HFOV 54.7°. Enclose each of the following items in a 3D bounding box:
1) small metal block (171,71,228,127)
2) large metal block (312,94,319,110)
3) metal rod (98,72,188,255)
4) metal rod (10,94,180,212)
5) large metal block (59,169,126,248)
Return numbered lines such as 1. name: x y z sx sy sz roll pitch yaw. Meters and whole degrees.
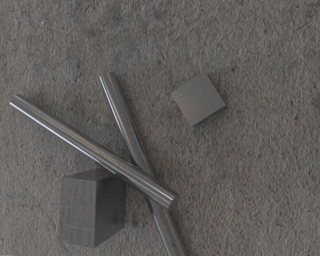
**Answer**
1. small metal block: 0.050 -0.036 0.391 0.050 0.025 0.050 -33 80 17
2. large metal block: 0.206 -0.020 0.307 0.080 0.080 0.050 45 104 14
3. metal rod: -0.018 0.064 0.415 0.025 0.025 0.299 -25 82 18
4. metal rod: -0.104 0.023 0.428 0.300 0.025 0.025 28 99 24
5. large metal block: -0.086 0.101 0.410 0.050 0.080 0.079 3 91 20
